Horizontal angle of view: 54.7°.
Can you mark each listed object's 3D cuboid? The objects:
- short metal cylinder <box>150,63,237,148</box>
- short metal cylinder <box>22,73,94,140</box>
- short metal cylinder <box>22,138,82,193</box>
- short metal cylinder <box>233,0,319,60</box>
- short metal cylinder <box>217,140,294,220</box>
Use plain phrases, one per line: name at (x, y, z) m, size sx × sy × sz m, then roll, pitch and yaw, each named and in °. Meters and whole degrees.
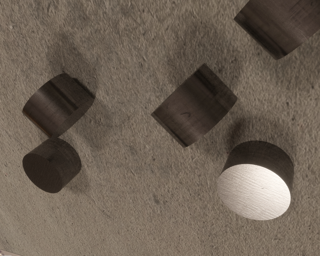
short metal cylinder at (0.036, -0.024, 0.336) m, size 0.050 × 0.080 × 0.080 m, roll 46°, pitch 129°, yaw -4°
short metal cylinder at (-0.137, -0.029, 0.424) m, size 0.050 × 0.080 × 0.080 m, roll 45°, pitch 129°, yaw -3°
short metal cylinder at (-0.181, 0.063, 0.522) m, size 0.080 × 0.050 × 0.079 m, roll 13°, pitch 124°, yaw 20°
short metal cylinder at (0.107, -0.102, 0.251) m, size 0.050 × 0.080 × 0.080 m, roll 44°, pitch 129°, yaw -2°
short metal cylinder at (0.114, 0.062, 0.368) m, size 0.080 × 0.050 × 0.079 m, roll 13°, pitch 124°, yaw 20°
